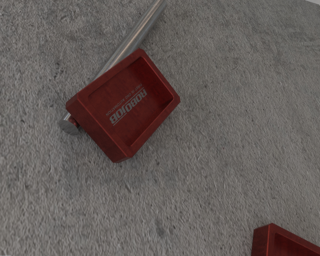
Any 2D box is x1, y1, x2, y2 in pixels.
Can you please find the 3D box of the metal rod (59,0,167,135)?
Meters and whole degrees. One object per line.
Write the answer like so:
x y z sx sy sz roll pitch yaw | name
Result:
-0.051 -0.107 0.441 0.025 0.025 0.301 32 52 -8 | metal rod

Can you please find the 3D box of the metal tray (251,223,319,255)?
0.173 0.186 0.380 0.131 0.030 0.090 28 52 -10 | metal tray

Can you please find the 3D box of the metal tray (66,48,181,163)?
-0.038 -0.031 0.379 0.090 0.030 0.131 51 47 -12 | metal tray
